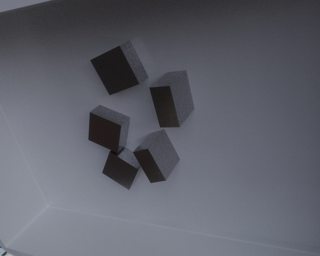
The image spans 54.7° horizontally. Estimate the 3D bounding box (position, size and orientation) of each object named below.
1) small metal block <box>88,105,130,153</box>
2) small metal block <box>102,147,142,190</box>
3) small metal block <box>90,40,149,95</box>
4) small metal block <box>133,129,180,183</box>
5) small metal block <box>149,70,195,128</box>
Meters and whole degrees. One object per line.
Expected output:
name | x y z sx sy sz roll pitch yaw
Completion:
small metal block | -0.074 0.001 0.446 0.050 0.025 0.050 23 127 14
small metal block | -0.055 0.059 0.472 0.050 0.025 0.050 31 128 7
small metal block | -0.051 -0.074 0.388 0.050 0.025 0.050 -15 111 34
small metal block | -0.003 0.037 0.416 0.025 0.050 0.050 -16 110 34
small metal block | 0.016 -0.034 0.362 0.025 0.050 0.050 -1 118 28
